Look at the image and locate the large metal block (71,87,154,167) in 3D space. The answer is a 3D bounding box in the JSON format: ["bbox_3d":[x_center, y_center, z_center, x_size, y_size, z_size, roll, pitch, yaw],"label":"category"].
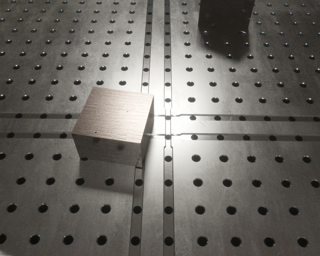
[{"bbox_3d":[-0.054,-0.003,0.393,0.080,0.050,0.080,8,50,6],"label":"large metal block"}]

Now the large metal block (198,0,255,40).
[{"bbox_3d":[0.120,-0.218,0.557,0.080,0.080,0.050,30,56,22],"label":"large metal block"}]
